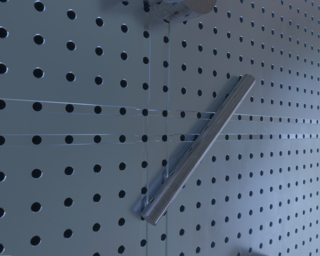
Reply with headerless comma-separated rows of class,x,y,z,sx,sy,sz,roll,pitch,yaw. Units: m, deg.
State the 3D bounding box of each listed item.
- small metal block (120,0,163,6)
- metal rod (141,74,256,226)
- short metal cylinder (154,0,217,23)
small metal block,-0.016,-0.173,0.381,0.050,0.050,0.025,-12,98,-40
metal rod,0.070,0.017,0.470,0.301,0.025,0.025,-50,120,-29
short metal cylinder,0.033,-0.189,0.422,0.081,0.050,0.079,-1,91,-40
